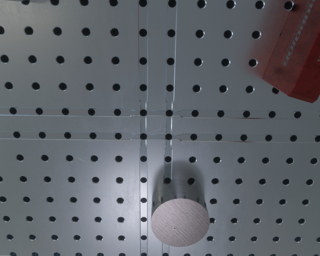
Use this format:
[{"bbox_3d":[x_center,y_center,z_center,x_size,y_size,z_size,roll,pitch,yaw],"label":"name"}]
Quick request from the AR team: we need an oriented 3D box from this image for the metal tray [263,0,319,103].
[{"bbox_3d":[0.166,-0.102,0.342,0.030,0.090,0.129,16,109,-6],"label":"metal tray"}]

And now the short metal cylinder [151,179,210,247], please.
[{"bbox_3d":[0.028,0.122,0.445,0.081,0.050,0.079,0,110,0],"label":"short metal cylinder"}]
